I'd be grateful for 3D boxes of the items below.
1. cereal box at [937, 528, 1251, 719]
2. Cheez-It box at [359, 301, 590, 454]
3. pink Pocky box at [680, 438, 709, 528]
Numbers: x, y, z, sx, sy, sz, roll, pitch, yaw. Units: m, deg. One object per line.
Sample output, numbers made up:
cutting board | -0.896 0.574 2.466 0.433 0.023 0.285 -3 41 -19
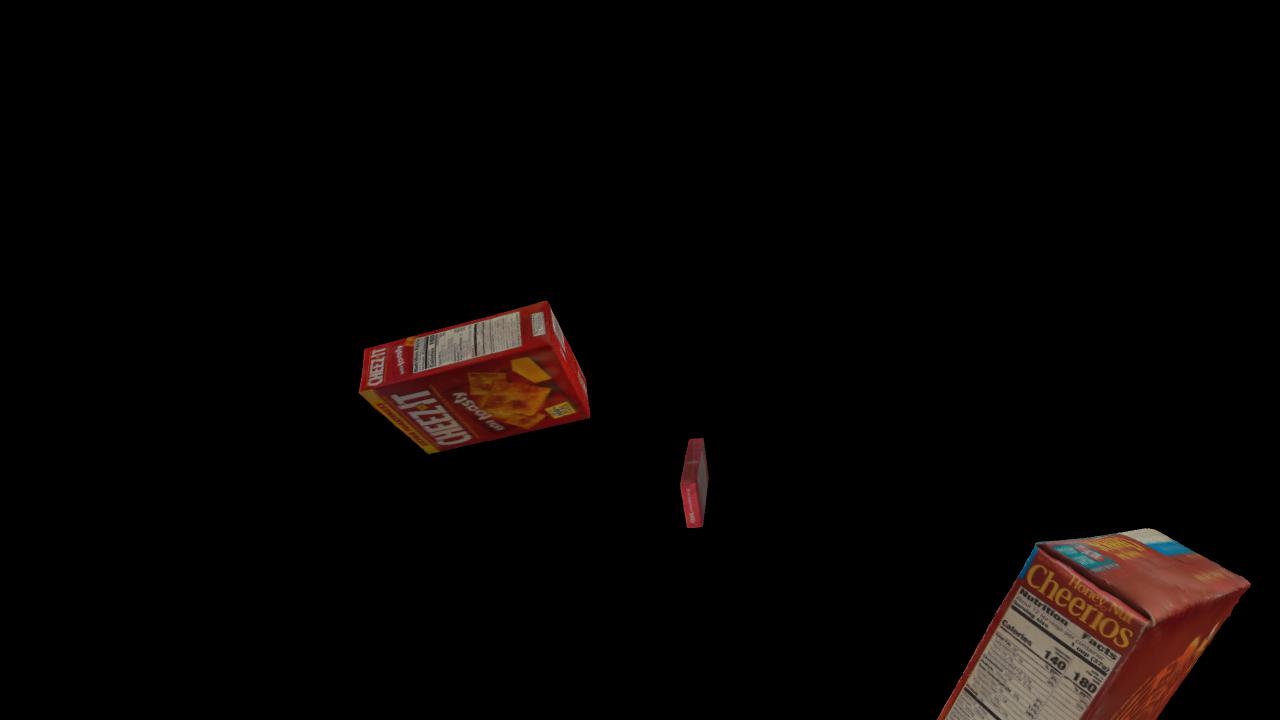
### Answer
cereal box | 0.305 0.274 0.460 0.203 0.306 0.081 6 19 -34
Cheez-It box | -0.187 0.029 0.734 0.223 0.071 0.166 -13 -36 4
pink Pocky box | 0.094 0.204 1.039 0.029 0.084 0.155 -6 20 12
